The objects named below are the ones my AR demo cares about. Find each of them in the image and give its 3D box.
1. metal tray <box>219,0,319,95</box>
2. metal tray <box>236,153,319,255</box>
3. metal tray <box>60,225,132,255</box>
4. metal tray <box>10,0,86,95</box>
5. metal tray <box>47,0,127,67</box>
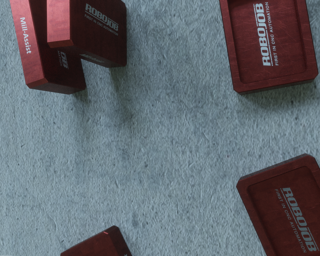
[{"bbox_3d":[0.124,-0.110,0.362,0.090,0.030,0.129,-9,87,19],"label":"metal tray"},{"bbox_3d":[0.155,0.104,0.351,0.090,0.030,0.129,-25,82,18],"label":"metal tray"},{"bbox_3d":[-0.074,0.216,0.432,0.090,0.030,0.130,-31,80,17],"label":"metal tray"},{"bbox_3d":[-0.151,-0.116,0.427,0.030,0.090,0.129,-14,85,19],"label":"metal tray"},{"bbox_3d":[-0.083,-0.131,0.383,0.030,0.130,0.089,-1,90,20],"label":"metal tray"}]
